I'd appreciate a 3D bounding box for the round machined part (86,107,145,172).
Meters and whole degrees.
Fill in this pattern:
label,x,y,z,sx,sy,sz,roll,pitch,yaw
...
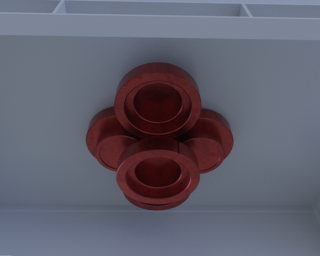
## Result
label,x,y,z,sx,sy,sz,roll,pitch,yaw
round machined part,-0.050,0.022,0.414,0.099,0.042,0.097,-1,130,0

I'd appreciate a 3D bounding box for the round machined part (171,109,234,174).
label,x,y,z,sx,sy,sz,roll,pitch,yaw
round machined part,0.050,0.025,0.417,0.099,0.042,0.097,-1,130,0

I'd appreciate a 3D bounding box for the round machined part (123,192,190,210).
label,x,y,z,sx,sy,sz,roll,pitch,yaw
round machined part,-0.004,0.077,0.461,0.099,0.042,0.097,-1,130,0

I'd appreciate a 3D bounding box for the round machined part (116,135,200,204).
label,x,y,z,sx,sy,sz,roll,pitch,yaw
round machined part,-0.002,0.047,0.380,0.099,0.042,0.097,-1,130,0

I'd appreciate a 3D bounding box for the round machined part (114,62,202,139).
label,x,y,z,sx,sy,sz,roll,pitch,yaw
round machined part,-0.002,-0.034,0.366,0.099,0.042,0.097,-1,130,0
